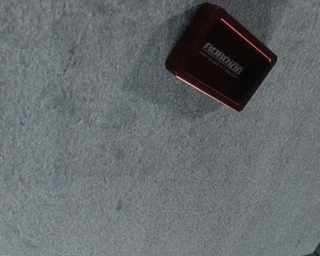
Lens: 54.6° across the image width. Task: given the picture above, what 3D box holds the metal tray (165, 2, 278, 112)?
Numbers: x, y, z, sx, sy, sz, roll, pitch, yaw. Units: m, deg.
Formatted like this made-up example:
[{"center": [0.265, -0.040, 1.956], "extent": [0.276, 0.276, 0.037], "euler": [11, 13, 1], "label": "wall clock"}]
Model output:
[{"center": [0.081, -0.084, 0.394], "extent": [0.131, 0.030, 0.090], "euler": [23, 106, -37], "label": "metal tray"}]
